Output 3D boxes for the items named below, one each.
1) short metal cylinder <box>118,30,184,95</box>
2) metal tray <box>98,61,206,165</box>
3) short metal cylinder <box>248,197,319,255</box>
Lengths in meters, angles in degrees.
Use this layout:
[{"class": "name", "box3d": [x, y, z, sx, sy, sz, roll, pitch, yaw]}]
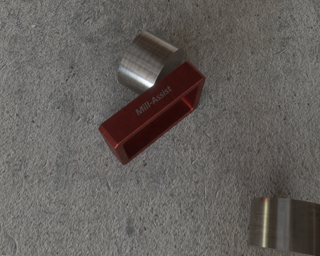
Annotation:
[{"class": "short metal cylinder", "box3d": [-0.011, -0.080, 0.408, 0.050, 0.080, 0.080, 32, 73, 11]}, {"class": "metal tray", "box3d": [-0.007, -0.015, 0.379, 0.130, 0.090, 0.030, -38, 75, -13]}, {"class": "short metal cylinder", "box3d": [0.140, 0.110, 0.340, 0.080, 0.080, 0.050, 9, 70, 3]}]
